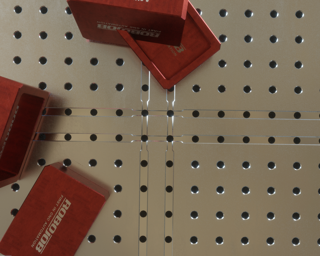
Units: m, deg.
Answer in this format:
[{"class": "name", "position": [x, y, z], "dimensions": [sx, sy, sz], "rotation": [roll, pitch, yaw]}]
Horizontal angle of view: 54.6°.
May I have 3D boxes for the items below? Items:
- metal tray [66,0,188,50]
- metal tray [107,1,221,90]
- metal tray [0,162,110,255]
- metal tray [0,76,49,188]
[{"class": "metal tray", "position": [-0.036, -0.134, 0.378], "dimensions": [0.131, 0.090, 0.030], "rotation": [9, 79, 0]}, {"class": "metal tray", "position": [0.003, -0.126, 0.393], "dimensions": [0.090, 0.030, 0.130], "rotation": [-38, 100, 9]}, {"class": "metal tray", "position": [-0.139, 0.123, 0.410], "dimensions": [0.090, 0.030, 0.130], "rotation": [30, 90, 0]}, {"class": "metal tray", "position": [-0.186, 0.008, 0.379], "dimensions": [0.030, 0.090, 0.129], "rotation": [20, 90, -1]}]
